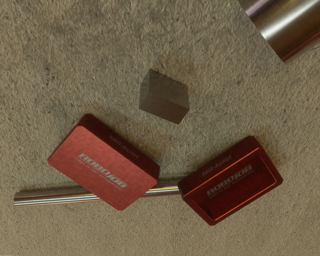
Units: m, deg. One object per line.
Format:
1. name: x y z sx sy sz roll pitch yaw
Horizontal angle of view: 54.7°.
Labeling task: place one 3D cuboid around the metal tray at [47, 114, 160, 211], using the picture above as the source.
1. metal tray: -0.076 0.051 0.430 0.130 0.030 0.090 39 120 -15

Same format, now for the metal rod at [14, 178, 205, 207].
1. metal rod: -0.080 0.102 0.493 0.302 0.025 0.025 -5 130 4

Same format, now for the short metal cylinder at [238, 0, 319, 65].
1. short metal cylinder: 0.115 -0.105 0.283 0.050 0.080 0.080 -36 122 26

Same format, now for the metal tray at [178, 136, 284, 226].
1. metal tray: 0.103 0.080 0.454 0.130 0.030 0.090 -35 123 9

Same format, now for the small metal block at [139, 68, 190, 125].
1. small metal block: 0.005 -0.037 0.360 0.050 0.050 0.025 21 127 -18
